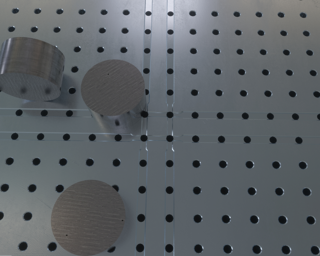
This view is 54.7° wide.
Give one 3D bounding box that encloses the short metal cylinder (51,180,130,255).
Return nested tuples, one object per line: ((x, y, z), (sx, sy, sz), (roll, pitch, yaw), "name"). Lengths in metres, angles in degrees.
((-0.078, 0.104, 0.360), (0.081, 0.050, 0.080), (0, 70, 0), "short metal cylinder")

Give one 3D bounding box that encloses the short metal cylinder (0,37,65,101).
((-0.170, -0.075, 0.409), (0.081, 0.080, 0.050), (1, 70, 0), "short metal cylinder")

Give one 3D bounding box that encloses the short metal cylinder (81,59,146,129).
((-0.059, -0.044, 0.414), (0.081, 0.050, 0.080), (0, 70, 0), "short metal cylinder")
